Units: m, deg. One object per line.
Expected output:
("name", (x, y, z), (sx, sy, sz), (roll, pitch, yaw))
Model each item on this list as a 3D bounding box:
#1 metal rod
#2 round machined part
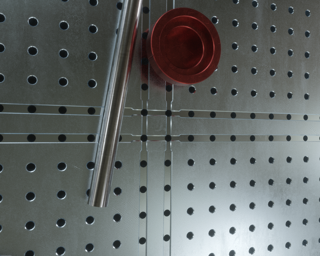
("metal rod", (-0.053, -0.052, 0.392), (0.025, 0.025, 0.298), (11, 86, -20))
("round machined part", (0.028, -0.105, 0.414), (0.099, 0.042, 0.097), (0, 90, -20))
